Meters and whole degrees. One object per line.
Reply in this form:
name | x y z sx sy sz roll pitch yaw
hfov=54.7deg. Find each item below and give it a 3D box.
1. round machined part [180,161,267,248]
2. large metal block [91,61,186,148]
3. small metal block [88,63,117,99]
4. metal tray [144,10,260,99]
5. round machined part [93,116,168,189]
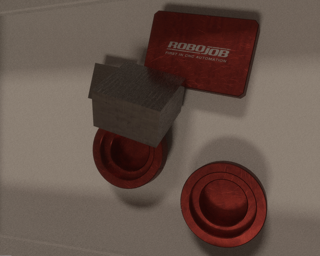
round machined part | 0.078 0.088 0.374 0.098 0.042 0.097 0 90 19
large metal block | -0.023 -0.031 0.368 0.080 0.080 0.050 19 130 14
small metal block | -0.068 -0.060 0.433 0.050 0.025 0.050 14 95 19
metal tray | 0.050 -0.093 0.390 0.130 0.030 0.089 13 94 19
round machined part | -0.036 0.029 0.413 0.098 0.042 0.097 0 90 19
